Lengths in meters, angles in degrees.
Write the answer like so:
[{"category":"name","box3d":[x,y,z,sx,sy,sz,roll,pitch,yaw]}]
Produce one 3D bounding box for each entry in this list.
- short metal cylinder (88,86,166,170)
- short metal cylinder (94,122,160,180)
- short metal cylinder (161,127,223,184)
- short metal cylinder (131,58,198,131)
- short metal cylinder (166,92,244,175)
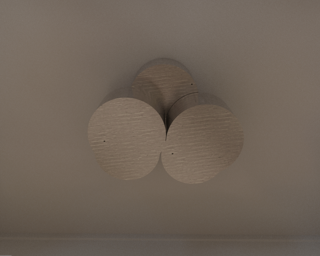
[{"category":"short metal cylinder","box3d":[-0.034,-0.001,0.342,0.081,0.050,0.079,0,110,0]},{"category":"short metal cylinder","box3d":[-0.040,0.020,0.403,0.081,0.050,0.079,0,110,0]},{"category":"short metal cylinder","box3d":[0.042,0.025,0.406,0.081,0.050,0.079,0,110,0]},{"category":"short metal cylinder","box3d":[0.005,-0.042,0.381,0.081,0.050,0.079,0,110,0]},{"category":"short metal cylinder","box3d":[0.047,0.005,0.344,0.081,0.050,0.079,0,110,0]}]
